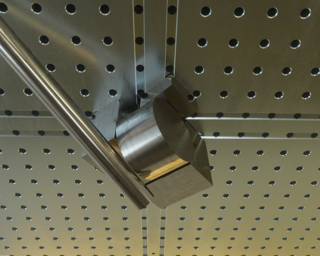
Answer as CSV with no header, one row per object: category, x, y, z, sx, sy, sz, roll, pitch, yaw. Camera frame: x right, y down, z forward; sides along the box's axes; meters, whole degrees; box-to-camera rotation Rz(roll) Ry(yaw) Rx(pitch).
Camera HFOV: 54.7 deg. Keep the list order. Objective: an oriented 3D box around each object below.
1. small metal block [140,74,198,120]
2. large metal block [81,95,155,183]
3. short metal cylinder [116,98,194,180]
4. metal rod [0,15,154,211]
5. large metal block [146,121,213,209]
small metal block,0.011,-0.031,0.386,0.050,0.025,0.050,-34,123,25
large metal block,-0.045,0.020,0.393,0.050,0.080,0.080,-30,124,23
short metal cylinder,-0.004,0.012,0.353,0.050,0.080,0.080,-30,125,22
metal rod,-0.109,-0.033,0.313,0.025,0.025,0.300,-34,102,25
large metal block,0.018,0.049,0.415,0.080,0.080,0.050,-30,124,23
